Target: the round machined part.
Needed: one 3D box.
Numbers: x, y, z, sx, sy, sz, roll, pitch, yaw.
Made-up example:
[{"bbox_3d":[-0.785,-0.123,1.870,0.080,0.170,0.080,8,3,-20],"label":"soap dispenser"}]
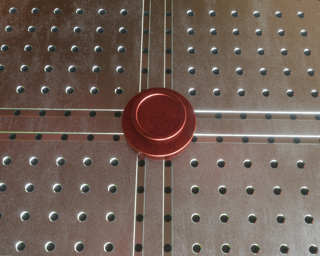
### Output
[{"bbox_3d":[-0.001,-0.010,0.406,0.099,0.042,0.098,0,70,-1],"label":"round machined part"}]
